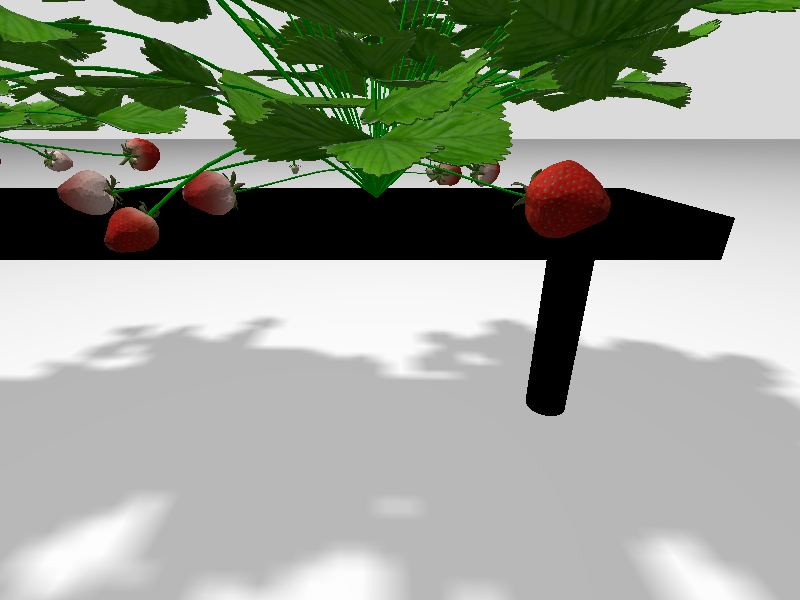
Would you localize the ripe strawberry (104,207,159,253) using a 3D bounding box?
[{"bbox_3d":[-0.126,-0.032,0.187,0.023,0.023,0.019,14,-37,30],"label":"ripe strawberry"}]

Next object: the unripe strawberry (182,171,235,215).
[{"bbox_3d":[-0.126,-0.070,0.262,0.029,0.029,0.032,-18,29,-34],"label":"unripe strawberry"}]

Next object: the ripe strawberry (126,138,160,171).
[{"bbox_3d":[-0.345,-0.197,0.542,0.037,0.042,0.040,12,26,26],"label":"ripe strawberry"}]

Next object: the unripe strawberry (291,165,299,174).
[{"bbox_3d":[-0.117,-0.145,0.446,0.009,0.010,0.010,-18,29,-36],"label":"unripe strawberry"}]

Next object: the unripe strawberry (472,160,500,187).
[{"bbox_3d":[0.087,-0.128,0.397,0.028,0.030,0.026,-13,27,-29],"label":"unripe strawberry"}]

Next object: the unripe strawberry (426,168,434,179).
[{"bbox_3d":[0.034,-0.139,0.439,0.011,0.011,0.011,11,26,24],"label":"unripe strawberry"}]

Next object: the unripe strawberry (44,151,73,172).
[{"bbox_3d":[-0.446,-0.181,0.526,0.029,0.026,0.026,3,3,6],"label":"unripe strawberry"}]

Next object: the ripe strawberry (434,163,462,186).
[{"bbox_3d":[0.049,-0.127,0.401,0.029,0.025,0.029,-21,31,-40],"label":"ripe strawberry"}]

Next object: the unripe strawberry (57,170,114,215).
[{"bbox_3d":[-0.214,-0.072,0.272,0.030,0.030,0.028,-9,25,-18],"label":"unripe strawberry"}]

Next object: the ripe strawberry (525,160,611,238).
[{"bbox_3d":[0.089,-0.052,0.213,0.039,0.041,0.042,-18,30,-36],"label":"ripe strawberry"}]
